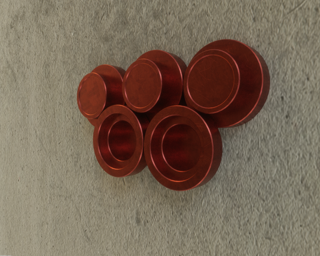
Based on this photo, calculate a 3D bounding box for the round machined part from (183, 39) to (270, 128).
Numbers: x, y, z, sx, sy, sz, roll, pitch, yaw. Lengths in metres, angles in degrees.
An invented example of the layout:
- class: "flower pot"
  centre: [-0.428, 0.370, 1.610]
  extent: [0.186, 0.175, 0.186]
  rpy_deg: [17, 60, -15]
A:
- class: "round machined part"
  centre: [0.065, -0.049, 0.341]
  extent: [0.098, 0.042, 0.097]
  rpy_deg: [0, 90, 39]

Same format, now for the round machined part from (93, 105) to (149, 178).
- class: "round machined part"
  centre: [-0.045, 0.017, 0.430]
  extent: [0.098, 0.042, 0.097]
  rpy_deg: [0, 90, 39]

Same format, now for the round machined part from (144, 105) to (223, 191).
- class: "round machined part"
  centre: [0.031, 0.023, 0.368]
  extent: [0.098, 0.042, 0.097]
  rpy_deg: [0, 90, 39]

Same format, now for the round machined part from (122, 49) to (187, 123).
- class: "round machined part"
  centre: [-0.011, -0.053, 0.403]
  extent: [0.098, 0.042, 0.097]
  rpy_deg: [0, 90, 39]

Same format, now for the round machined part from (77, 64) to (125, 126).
- class: "round machined part"
  centre: [-0.087, -0.047, 0.465]
  extent: [0.098, 0.042, 0.097]
  rpy_deg: [0, 90, 39]
